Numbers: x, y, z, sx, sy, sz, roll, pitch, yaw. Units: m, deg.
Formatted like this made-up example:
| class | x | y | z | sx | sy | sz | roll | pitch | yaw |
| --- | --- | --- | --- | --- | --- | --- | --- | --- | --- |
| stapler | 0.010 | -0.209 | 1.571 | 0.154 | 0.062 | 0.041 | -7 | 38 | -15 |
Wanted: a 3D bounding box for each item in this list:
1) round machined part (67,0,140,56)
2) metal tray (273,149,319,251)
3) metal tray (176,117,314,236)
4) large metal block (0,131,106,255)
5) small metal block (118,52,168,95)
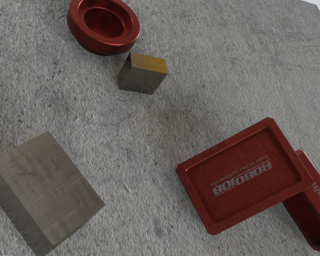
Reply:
| class | x | y | z | sx | sy | sz | roll | pitch | yaw |
| --- | --- | --- | --- | --- | --- | --- | --- | --- | --- |
| round machined part | -0.081 | -0.141 | 0.436 | 0.099 | 0.042 | 0.098 | 14 | 56 | -21 |
| metal tray | 0.195 | 0.098 | 0.407 | 0.030 | 0.090 | 0.130 | -29 | 76 | -7 |
| metal tray | 0.097 | 0.057 | 0.369 | 0.130 | 0.030 | 0.090 | -29 | 74 | 5 |
| large metal block | -0.103 | 0.062 | 0.275 | 0.050 | 0.080 | 0.080 | -34 | 81 | -38 |
| small metal block | -0.024 | -0.073 | 0.420 | 0.050 | 0.050 | 0.025 | 7 | 59 | -25 |
